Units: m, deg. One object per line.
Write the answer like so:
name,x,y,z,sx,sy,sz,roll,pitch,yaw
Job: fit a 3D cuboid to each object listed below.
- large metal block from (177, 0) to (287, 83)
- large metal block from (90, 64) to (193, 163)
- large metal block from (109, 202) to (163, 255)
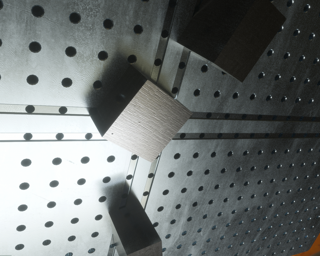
large metal block,0.077,-0.110,0.352,0.050,0.080,0.080,23,106,-37
large metal block,-0.022,-0.016,0.375,0.080,0.050,0.080,33,100,-39
large metal block,-0.036,0.174,0.466,0.050,0.080,0.079,-16,125,-20
